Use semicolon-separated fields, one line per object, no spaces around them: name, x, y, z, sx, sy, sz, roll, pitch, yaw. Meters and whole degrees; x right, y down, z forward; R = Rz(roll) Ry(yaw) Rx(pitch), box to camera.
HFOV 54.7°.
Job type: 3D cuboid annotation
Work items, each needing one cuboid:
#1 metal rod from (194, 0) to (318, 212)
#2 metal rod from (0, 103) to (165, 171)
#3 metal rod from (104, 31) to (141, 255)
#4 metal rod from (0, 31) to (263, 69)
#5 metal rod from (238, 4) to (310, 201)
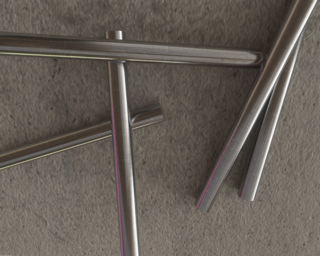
metal rod;0.110;-0.013;0.393;0.025;0.025;0.298;17;114;-7
metal rod;-0.140;0.022;0.415;0.301;0.025;0.025;-17;110;5
metal rod;-0.045;0.035;0.385;0.025;0.025;0.298;-3;97;1
metal rod;-0.027;-0.086;0.350;0.302;0.025;0.025;1;111;-12
metal rod;0.148;-0.040;0.397;0.025;0.025;0.298;8;110;-4
